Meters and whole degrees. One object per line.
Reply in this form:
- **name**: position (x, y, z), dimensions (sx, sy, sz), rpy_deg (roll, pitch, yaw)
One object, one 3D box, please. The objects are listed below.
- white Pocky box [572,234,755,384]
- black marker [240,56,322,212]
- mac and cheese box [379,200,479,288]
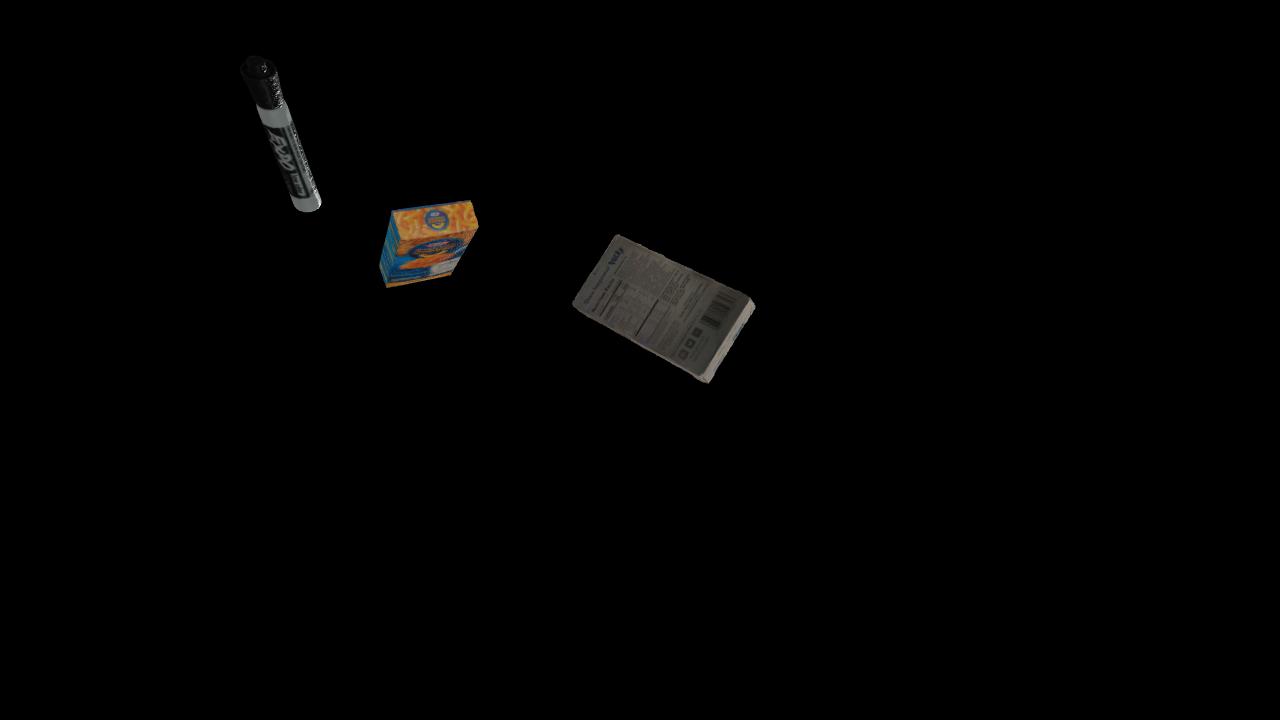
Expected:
- **white Pocky box**: position (0.018, -0.049, 0.558), dimensions (0.154, 0.084, 0.028), rpy_deg (30, -5, 28)
- **black marker**: position (-0.231, -0.143, 0.400), dimensions (0.020, 0.020, 0.121), rpy_deg (0, -27, -14)
- **mac and cheese box**: position (-0.270, -0.142, 0.775), dimensions (0.093, 0.041, 0.184), rpy_deg (-16, -3, -28)
